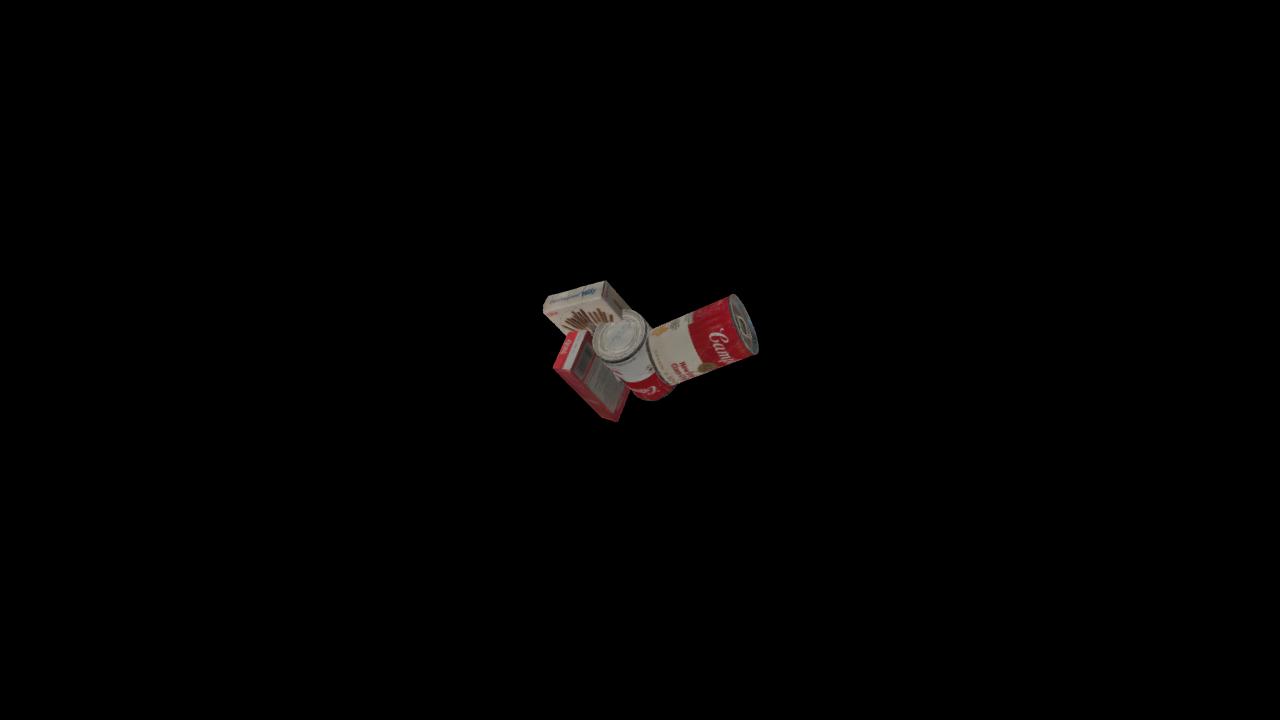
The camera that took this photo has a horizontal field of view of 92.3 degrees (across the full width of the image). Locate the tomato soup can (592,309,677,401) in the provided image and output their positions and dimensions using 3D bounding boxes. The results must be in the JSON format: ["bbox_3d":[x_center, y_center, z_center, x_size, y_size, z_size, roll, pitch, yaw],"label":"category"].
[{"bbox_3d":[-0.002,-0.004,0.698,0.068,0.068,0.101,0,-28,28],"label":"tomato soup can"}]

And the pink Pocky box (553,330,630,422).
[{"bbox_3d":[-0.050,0.010,0.761,0.029,0.084,0.155,12,-22,26],"label":"pink Pocky box"}]

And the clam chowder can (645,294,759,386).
[{"bbox_3d":[0.065,-0.020,0.651,0.102,0.068,0.068,-22,-9,23],"label":"clam chowder can"}]

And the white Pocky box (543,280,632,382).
[{"bbox_3d":[-0.034,-0.029,0.721,0.084,0.028,0.154,-11,-39,29],"label":"white Pocky box"}]
